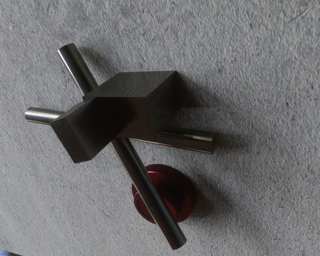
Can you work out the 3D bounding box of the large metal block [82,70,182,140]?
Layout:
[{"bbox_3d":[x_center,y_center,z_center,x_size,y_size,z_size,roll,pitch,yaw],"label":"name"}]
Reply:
[{"bbox_3d":[-0.029,-0.030,0.367,0.080,0.080,0.050,3,120,26],"label":"large metal block"}]

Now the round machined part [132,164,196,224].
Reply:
[{"bbox_3d":[0.001,0.105,0.459,0.098,0.042,0.097,13,124,20],"label":"round machined part"}]

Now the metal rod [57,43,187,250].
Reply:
[{"bbox_3d":[-0.048,0.027,0.409,0.025,0.025,0.299,-27,94,37],"label":"metal rod"}]

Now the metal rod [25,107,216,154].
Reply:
[{"bbox_3d":[-0.071,-0.001,0.441,0.301,0.025,0.025,9,122,23],"label":"metal rod"}]

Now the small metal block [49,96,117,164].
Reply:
[{"bbox_3d":[-0.079,0.002,0.328,0.025,0.050,0.050,-15,111,34],"label":"small metal block"}]
